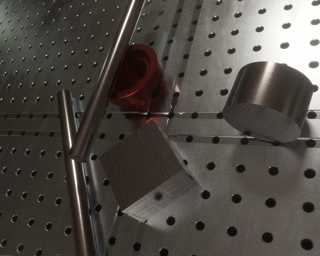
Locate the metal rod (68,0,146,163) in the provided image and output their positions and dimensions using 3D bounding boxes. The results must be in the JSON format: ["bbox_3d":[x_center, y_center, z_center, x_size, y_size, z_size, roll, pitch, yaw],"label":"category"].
[{"bbox_3d":[-0.066,-0.093,0.444,0.025,0.025,0.300,1,62,28],"label":"metal rod"}]

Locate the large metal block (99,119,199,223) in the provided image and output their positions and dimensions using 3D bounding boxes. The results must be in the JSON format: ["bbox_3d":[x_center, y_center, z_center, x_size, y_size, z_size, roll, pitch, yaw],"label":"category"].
[{"bbox_3d":[-0.014,0.050,0.368,0.080,0.050,0.080,-36,51,4],"label":"large metal block"}]

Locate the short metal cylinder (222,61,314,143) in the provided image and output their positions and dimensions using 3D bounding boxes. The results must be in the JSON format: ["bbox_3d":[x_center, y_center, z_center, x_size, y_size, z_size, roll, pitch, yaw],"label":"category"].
[{"bbox_3d":[0.113,-0.026,0.329,0.080,0.080,0.050,13,69,33],"label":"short metal cylinder"}]

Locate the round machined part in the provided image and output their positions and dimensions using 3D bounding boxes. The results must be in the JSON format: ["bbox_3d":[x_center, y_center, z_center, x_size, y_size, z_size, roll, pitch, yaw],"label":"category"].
[{"bbox_3d":[-0.040,-0.074,0.462,0.098,0.042,0.098,-13,56,20],"label":"round machined part"}]

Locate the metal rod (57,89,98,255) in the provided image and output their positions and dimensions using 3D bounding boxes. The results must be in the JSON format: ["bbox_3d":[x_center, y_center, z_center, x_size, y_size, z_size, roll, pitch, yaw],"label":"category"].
[{"bbox_3d":[-0.120,0.056,0.434,0.025,0.025,0.299,-28,52,10],"label":"metal rod"}]
